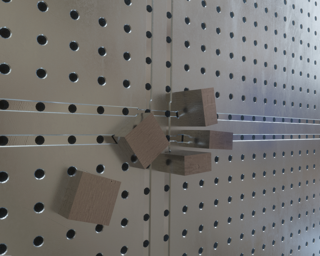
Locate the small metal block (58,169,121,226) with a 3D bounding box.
[{"bbox_3d":[-0.077,0.077,0.344,0.050,0.025,0.050,24,75,-37],"label":"small metal block"}]

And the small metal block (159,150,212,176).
[{"bbox_3d":[0.034,0.046,0.420,0.050,0.050,0.025,-2,92,-40],"label":"small metal block"}]

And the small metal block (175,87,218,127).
[{"bbox_3d":[0.051,-0.029,0.434,0.025,0.050,0.050,-13,99,-39],"label":"small metal block"}]

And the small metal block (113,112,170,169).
[{"bbox_3d":[-0.022,0.015,0.390,0.050,0.025,0.050,-44,116,-31],"label":"small metal block"}]

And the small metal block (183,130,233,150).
[{"bbox_3d":[0.070,0.017,0.450,0.050,0.050,0.025,6,87,-40],"label":"small metal block"}]
